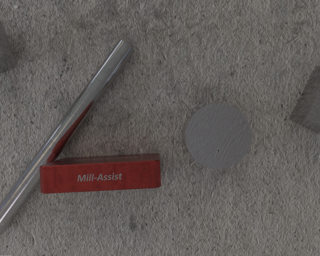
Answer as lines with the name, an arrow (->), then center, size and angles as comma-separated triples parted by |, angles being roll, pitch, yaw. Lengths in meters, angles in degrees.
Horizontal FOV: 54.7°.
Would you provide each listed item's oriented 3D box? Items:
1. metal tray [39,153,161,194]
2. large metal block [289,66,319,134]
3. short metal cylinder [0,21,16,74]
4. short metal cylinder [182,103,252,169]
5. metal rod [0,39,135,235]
metal tray -> -0.065, 0.052, 0.377 | 0.131, 0.090, 0.030 | -3, 90, 0
large metal block -> 0.230, -0.030, 0.400 | 0.080, 0.050, 0.080 | 26, 90, 0
short metal cylinder -> -0.228, -0.096, 0.380 | 0.080, 0.080, 0.050 | -18, 90, 0
short metal cylinder -> 0.070, 0.010, 0.398 | 0.081, 0.050, 0.080 | 0, 90, 0
metal rod -> -0.131, 0.012, 0.408 | 0.025, 0.025, 0.299 | 36, 90, 0
